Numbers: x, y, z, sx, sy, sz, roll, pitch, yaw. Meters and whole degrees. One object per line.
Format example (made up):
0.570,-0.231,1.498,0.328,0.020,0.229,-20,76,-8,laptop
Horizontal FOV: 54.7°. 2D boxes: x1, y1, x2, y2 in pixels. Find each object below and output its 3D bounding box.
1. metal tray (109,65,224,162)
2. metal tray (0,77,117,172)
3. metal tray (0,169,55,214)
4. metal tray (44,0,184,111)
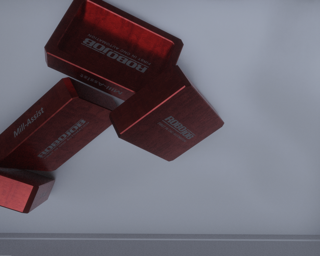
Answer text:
0.014,-0.009,0.362,0.090,0.030,0.130,-36,150,12,metal tray
-0.123,0.002,0.374,0.130,0.090,0.030,-37,66,14,metal tray
-0.186,0.067,0.378,0.091,0.130,0.030,21,80,-8,metal tray
-0.048,-0.085,0.348,0.131,0.030,0.090,24,66,-9,metal tray
